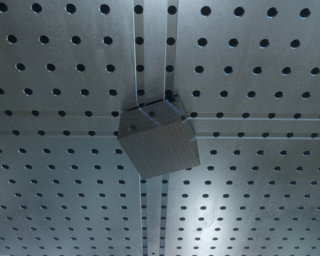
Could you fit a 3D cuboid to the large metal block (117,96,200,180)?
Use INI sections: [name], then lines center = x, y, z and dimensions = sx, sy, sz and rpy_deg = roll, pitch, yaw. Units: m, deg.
[large metal block]
center = 0.000, 0.015, 0.404
dimensions = 0.080, 0.050, 0.080
rpy_deg = -16, 129, 13
